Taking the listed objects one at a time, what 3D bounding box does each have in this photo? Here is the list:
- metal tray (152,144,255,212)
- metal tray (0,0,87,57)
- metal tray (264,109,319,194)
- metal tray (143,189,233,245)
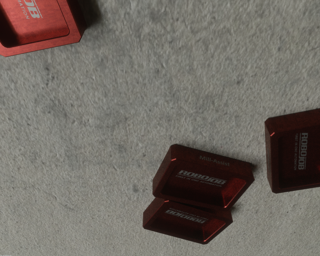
[{"bbox_3d":[0.064,0.079,0.472,0.131,0.030,0.089,15,129,-13],"label":"metal tray"},{"bbox_3d":[-0.134,-0.137,0.285,0.090,0.030,0.129,-9,130,7],"label":"metal tray"},{"bbox_3d":[0.200,0.036,0.437,0.090,0.030,0.129,-11,130,9],"label":"metal tray"},{"bbox_3d":[0.047,0.154,0.535,0.131,0.030,0.089,21,127,-18],"label":"metal tray"}]
